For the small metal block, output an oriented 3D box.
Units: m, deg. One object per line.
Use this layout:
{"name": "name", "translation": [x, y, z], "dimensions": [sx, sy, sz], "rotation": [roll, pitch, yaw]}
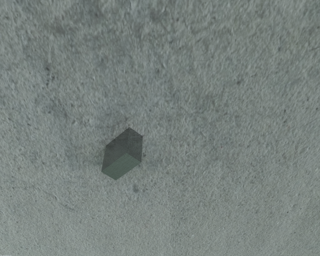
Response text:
{"name": "small metal block", "translation": [-0.051, 0.035, 0.420], "dimensions": [0.050, 0.050, 0.025], "rotation": [-37, 121, 27]}
